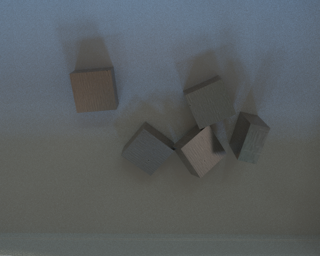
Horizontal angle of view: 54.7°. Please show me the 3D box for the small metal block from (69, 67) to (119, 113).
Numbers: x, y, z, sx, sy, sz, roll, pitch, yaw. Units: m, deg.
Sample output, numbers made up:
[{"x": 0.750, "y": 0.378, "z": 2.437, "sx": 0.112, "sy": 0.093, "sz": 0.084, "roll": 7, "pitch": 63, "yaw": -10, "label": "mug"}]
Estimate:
[{"x": -0.082, "y": -0.048, "z": 0.392, "sx": 0.050, "sy": 0.025, "sz": 0.050, "roll": -5, "pitch": 110, "yaw": 1, "label": "small metal block"}]

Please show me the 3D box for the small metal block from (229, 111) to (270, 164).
[{"x": 0.115, "y": 0.012, "z": 0.404, "sx": 0.025, "sy": 0.050, "sz": 0.050, "roll": 13, "pitch": 110, "yaw": -5, "label": "small metal block"}]

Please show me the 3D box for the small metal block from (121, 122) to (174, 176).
[{"x": -0.016, "y": 0.028, "z": 0.420, "sx": 0.050, "sy": 0.025, "sz": 0.050, "roll": 37, "pitch": 109, "yaw": -13, "label": "small metal block"}]

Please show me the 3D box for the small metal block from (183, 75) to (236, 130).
[{"x": 0.064, "y": -0.033, "z": 0.400, "sx": 0.050, "sy": 0.025, "sz": 0.050, "roll": -24, "pitch": 109, "yaw": 8, "label": "small metal block"}]

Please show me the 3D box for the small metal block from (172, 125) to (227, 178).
[{"x": 0.053, "y": 0.030, "z": 0.412, "sx": 0.050, "sy": 0.025, "sz": 0.050, "roll": -40, "pitch": 108, "yaw": -17, "label": "small metal block"}]
